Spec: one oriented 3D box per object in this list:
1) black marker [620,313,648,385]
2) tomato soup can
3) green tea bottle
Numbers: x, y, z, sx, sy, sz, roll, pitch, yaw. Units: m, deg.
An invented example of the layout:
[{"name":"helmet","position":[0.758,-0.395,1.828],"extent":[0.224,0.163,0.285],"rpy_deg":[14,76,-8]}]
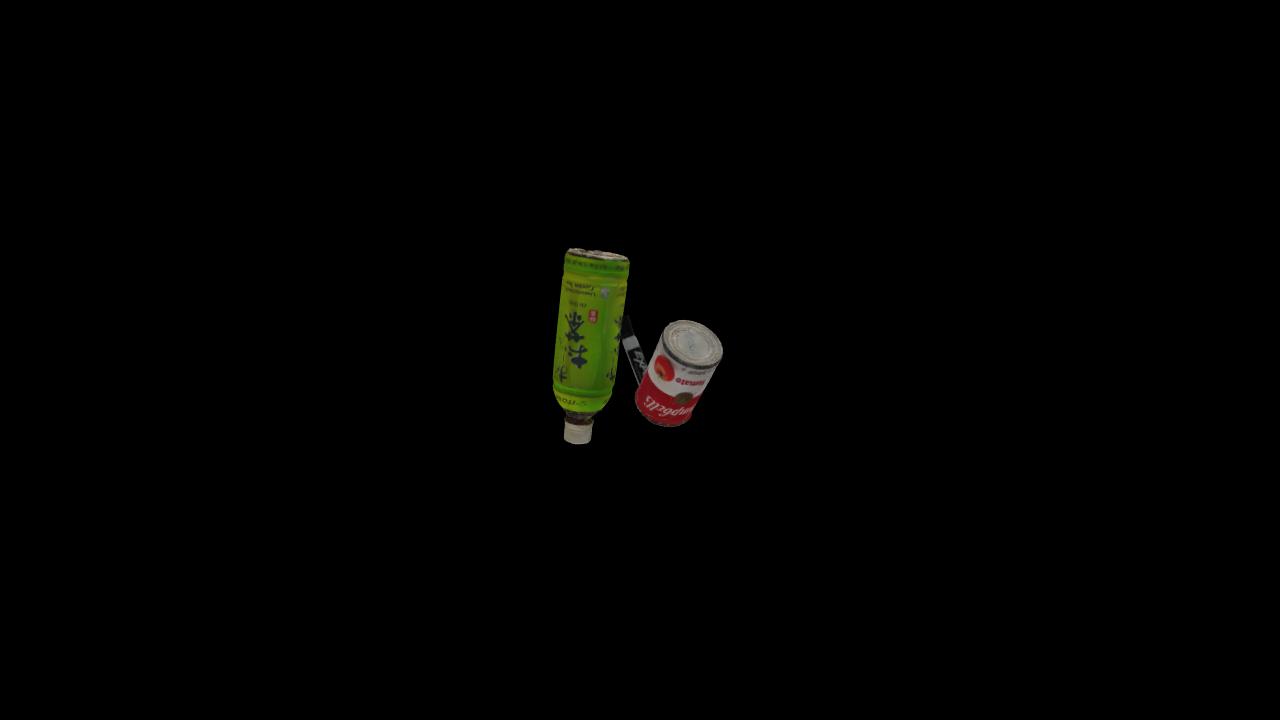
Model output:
[{"name":"black marker","position":[-0.001,0.005,0.680],"extent":[0.020,0.121,0.020],"rpy_deg":[-21,4,2]},{"name":"tomato soup can","position":[0.041,0.015,0.656],"extent":[0.068,0.068,0.101],"rpy_deg":[0,-43,-23]},{"name":"green tea bottle","position":[-0.057,-0.011,0.670],"extent":[0.073,0.212,0.073],"rpy_deg":[7,16,-2]}]
